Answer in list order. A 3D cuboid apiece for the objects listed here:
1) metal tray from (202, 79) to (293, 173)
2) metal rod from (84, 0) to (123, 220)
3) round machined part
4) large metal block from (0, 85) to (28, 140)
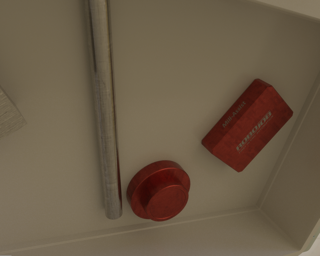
[{"bbox_3d":[0.138,0.000,0.483,0.090,0.030,0.130,35,99,-39],"label":"metal tray"},{"bbox_3d":[-0.064,-0.004,0.372,0.025,0.025,0.298,-13,124,-22],"label":"metal rod"},{"bbox_3d":[0.003,0.100,0.463,0.099,0.042,0.097,-14,125,-21],"label":"round machined part"},{"bbox_3d":[-0.182,-0.020,0.273,0.080,0.050,0.080,-36,130,-17],"label":"large metal block"}]
